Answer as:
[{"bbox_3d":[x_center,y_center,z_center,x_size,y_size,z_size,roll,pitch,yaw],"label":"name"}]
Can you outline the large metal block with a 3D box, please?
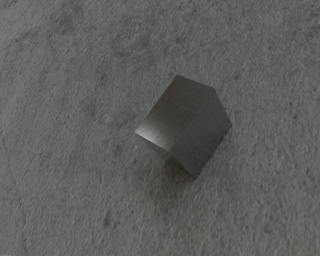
[{"bbox_3d":[0.030,0.001,0.351,0.050,0.080,0.080,27,77,37],"label":"large metal block"}]
